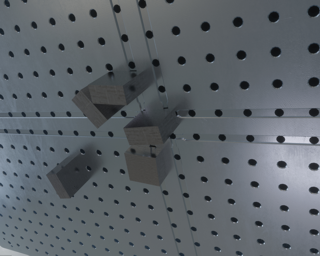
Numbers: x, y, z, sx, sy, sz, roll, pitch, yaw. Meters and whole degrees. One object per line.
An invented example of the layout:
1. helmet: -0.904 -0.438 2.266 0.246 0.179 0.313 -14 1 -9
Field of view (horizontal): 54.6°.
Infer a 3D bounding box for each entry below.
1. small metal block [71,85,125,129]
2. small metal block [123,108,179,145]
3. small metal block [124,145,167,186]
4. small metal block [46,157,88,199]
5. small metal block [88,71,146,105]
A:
1. small metal block: -0.080 -0.035 0.416 0.050 0.050 0.025 49 129 -6
2. small metal block: -0.010 -0.002 0.400 0.050 0.050 0.025 -3 117 30
3. small metal block: -0.021 0.054 0.456 0.050 0.025 0.050 7 122 25
4. small metal block: -0.158 0.085 0.532 0.025 0.050 0.050 -10 114 32
5. small metal block: -0.053 -0.051 0.392 0.050 0.050 0.025 5 120 25
